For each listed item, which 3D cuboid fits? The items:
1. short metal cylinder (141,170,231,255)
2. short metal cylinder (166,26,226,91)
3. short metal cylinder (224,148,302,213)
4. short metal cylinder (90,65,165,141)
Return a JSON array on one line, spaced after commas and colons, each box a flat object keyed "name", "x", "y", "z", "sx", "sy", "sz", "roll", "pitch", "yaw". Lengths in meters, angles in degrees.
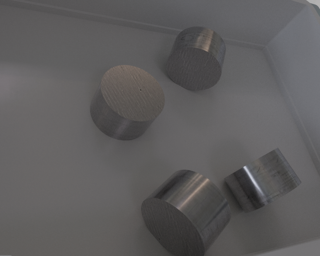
[{"name": "short metal cylinder", "x": 0.027, "y": 0.092, "z": 0.329, "sx": 0.080, "sy": 0.080, "sz": 0.050, "roll": 49, "pitch": 51, "yaw": 6}, {"name": "short metal cylinder", "x": 0.055, "y": -0.102, "z": 0.462, "sx": 0.080, "sy": 0.080, "sz": 0.050, "roll": 27, "pitch": 53, "yaw": -12}, {"name": "short metal cylinder", "x": 0.131, "y": 0.067, "z": 0.399, "sx": 0.081, "sy": 0.080, "sz": 0.050, "roll": -19, "pitch": 72, "yaw": -35}, {"name": "short metal cylinder", "x": -0.041, "y": -0.031, "z": 0.386, "sx": 0.081, "sy": 0.050, "sz": 0.080, "roll": 14, "pitch": 56, "yaw": -21}]
